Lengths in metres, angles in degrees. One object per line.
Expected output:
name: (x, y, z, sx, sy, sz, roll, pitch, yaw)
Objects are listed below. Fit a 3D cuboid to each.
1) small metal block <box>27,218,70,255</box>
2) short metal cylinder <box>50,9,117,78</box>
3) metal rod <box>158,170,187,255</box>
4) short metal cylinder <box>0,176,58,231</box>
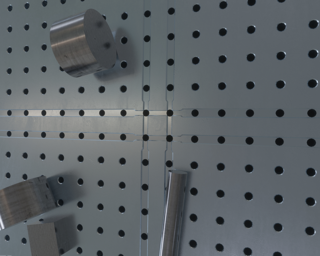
small metal block: (-0.170, 0.167, 0.472, 0.050, 0.025, 0.050, -12, 86, 19)
short metal cylinder: (-0.101, -0.113, 0.419, 0.050, 0.080, 0.080, -11, 86, 20)
metal rod: (0.006, 0.205, 0.410, 0.025, 0.025, 0.298, 7, 92, 20)
short metal cylinder: (-0.199, 0.109, 0.453, 0.080, 0.080, 0.050, -25, 82, 18)
